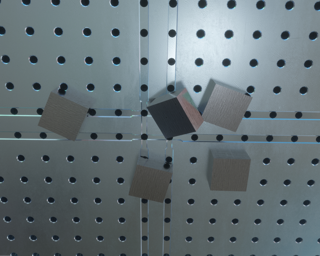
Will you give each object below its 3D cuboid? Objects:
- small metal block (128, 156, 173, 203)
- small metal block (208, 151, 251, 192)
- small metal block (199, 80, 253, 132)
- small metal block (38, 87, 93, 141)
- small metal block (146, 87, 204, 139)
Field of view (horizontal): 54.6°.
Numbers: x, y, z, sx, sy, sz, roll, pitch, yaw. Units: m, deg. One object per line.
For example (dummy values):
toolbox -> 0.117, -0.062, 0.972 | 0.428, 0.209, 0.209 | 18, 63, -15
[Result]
small metal block -> -0.013, 0.073, 0.440 | 0.050, 0.025, 0.050 | 14, 109, -6
small metal block -> 0.096, 0.060, 0.436 | 0.050, 0.025, 0.050 | 2, 110, -1
small metal block -> 0.084, -0.029, 0.403 | 0.050, 0.025, 0.050 | 19, 109, -7
small metal block -> -0.123, -0.018, 0.406 | 0.050, 0.025, 0.050 | 25, 108, -9
small metal block -> 0.019, -0.018, 0.394 | 0.050, 0.025, 0.050 | -15, 114, 41
